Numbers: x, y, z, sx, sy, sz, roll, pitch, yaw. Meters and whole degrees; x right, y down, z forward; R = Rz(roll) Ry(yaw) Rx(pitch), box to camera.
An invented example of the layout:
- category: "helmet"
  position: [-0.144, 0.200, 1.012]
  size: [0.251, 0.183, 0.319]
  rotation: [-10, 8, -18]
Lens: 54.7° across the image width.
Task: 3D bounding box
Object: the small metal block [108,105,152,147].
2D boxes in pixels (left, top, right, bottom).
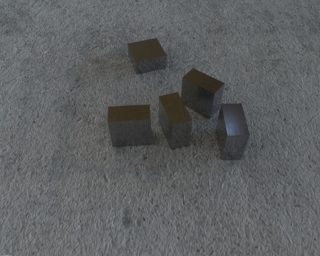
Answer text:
- category: "small metal block"
  position: [-0.037, -0.002, 0.388]
  size: [0.050, 0.050, 0.025]
  rotation: [-3, 50, -3]

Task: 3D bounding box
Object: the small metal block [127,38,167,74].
- category: "small metal block"
  position: [-0.021, -0.117, 0.501]
  size: [0.050, 0.025, 0.050]
  rotation: [-14, 52, -12]

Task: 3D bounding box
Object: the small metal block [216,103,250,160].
- category: "small metal block"
  position: [0.088, 0.005, 0.383]
  size: [0.025, 0.050, 0.050]
  rotation: [-1, 50, 0]

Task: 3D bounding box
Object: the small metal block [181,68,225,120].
- category: "small metal block"
  position: [0.057, -0.047, 0.427]
  size: [0.050, 0.050, 0.025]
  rotation: [31, 57, 23]

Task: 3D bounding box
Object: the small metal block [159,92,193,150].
- category: "small metal block"
  position: [0.018, -0.009, 0.394]
  size: [0.025, 0.050, 0.050]
  rotation: [-14, 52, -12]
